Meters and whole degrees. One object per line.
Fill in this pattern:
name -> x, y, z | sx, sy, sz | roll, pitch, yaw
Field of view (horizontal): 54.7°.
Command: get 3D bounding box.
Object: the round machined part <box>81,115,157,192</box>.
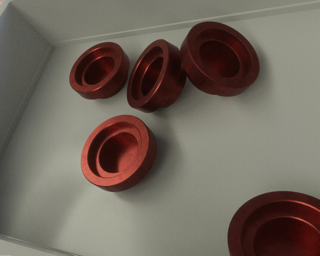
round machined part -> -0.048, 0.035, 0.397 | 0.098, 0.042, 0.098 | -13, 56, 20

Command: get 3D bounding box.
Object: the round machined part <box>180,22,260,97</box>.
round machined part -> 0.070, -0.080, 0.385 | 0.099, 0.042, 0.098 | 10, 61, -18

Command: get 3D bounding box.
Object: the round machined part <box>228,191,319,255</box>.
round machined part -> 0.109, 0.105, 0.259 | 0.098, 0.042, 0.098 | -10, 38, 8

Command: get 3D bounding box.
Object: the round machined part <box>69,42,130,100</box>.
round machined part -> -0.091, -0.086, 0.493 | 0.098, 0.042, 0.098 | -13, 56, 20

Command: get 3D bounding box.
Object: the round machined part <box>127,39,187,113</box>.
round machined part -> -0.001, -0.065, 0.417 | 0.098, 0.042, 0.098 | -35, 44, 43
